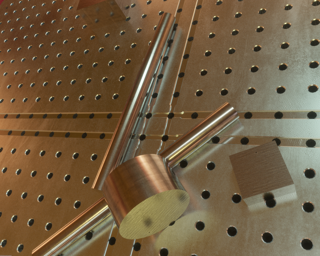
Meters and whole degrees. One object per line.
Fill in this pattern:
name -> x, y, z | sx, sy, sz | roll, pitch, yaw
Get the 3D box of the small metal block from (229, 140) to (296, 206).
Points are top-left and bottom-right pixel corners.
small metal block -> 0.106, 0.047, 0.323 | 0.050, 0.025, 0.050 | -21, 54, 15

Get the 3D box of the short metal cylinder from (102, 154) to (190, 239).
short metal cylinder -> -0.015, 0.074, 0.334 | 0.080, 0.080, 0.050 | -37, 51, 3

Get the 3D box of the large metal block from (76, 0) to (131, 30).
large metal block -> -0.104, -0.245, 0.595 | 0.080, 0.050, 0.080 | -8, 58, 23

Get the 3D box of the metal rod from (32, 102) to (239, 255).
metal rod -> -0.031, 0.070, 0.380 | 0.300, 0.025, 0.025 | -38, 51, 2

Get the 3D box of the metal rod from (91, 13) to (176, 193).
metal rod -> -0.031, -0.049, 0.453 | 0.025, 0.025, 0.300 | 5, 64, 30
